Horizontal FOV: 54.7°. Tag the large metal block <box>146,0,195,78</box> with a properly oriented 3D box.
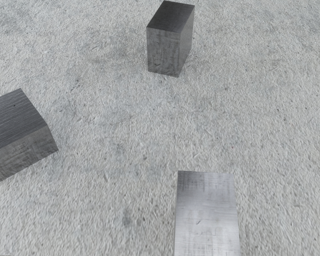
[{"bbox_3d":[0.017,-0.139,0.484,0.050,0.080,0.080,14,52,12],"label":"large metal block"}]

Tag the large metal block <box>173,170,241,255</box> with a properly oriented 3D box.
[{"bbox_3d":[0.039,0.096,0.287,0.050,0.080,0.080,3,50,3],"label":"large metal block"}]

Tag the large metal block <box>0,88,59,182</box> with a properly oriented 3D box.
[{"bbox_3d":[-0.186,0.007,0.379,0.081,0.050,0.080,-31,57,-24],"label":"large metal block"}]
